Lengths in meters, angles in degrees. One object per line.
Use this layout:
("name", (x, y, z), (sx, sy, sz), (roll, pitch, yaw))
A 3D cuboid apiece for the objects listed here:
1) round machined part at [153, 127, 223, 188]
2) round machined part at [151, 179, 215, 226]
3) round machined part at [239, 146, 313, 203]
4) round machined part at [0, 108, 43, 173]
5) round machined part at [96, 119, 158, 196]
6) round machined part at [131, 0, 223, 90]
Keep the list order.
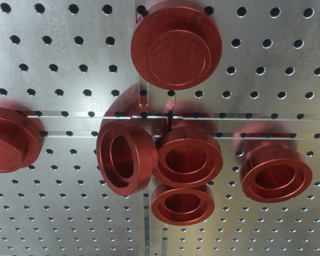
("round machined part", (0.035, 0.037, 0.432), (0.099, 0.042, 0.097), (0, 130, 0))
("round machined part", (0.036, 0.111, 0.495), (0.099, 0.042, 0.097), (0, 130, 0))
("round machined part", (0.166, 0.064, 0.456), (0.099, 0.042, 0.097), (0, 130, 0))
("round machined part", (-0.214, 0.024, 0.419), (0.099, 0.042, 0.097), (0, 130, 0))
("round machined part", (-0.040, 0.036, 0.406), (0.042, 0.098, 0.097), (-10, 141, -40))
("round machined part", (0.018, -0.081, 0.332), (0.099, 0.042, 0.097), (0, 130, 0))
